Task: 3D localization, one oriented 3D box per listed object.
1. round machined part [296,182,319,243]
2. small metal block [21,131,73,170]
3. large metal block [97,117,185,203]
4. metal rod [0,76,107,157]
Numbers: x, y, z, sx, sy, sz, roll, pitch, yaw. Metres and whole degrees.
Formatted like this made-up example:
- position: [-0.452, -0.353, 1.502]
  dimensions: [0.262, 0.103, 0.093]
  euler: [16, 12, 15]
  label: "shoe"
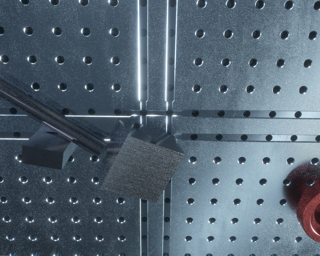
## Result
- position: [0.247, 0.116, 0.449]
  dimensions: [0.099, 0.042, 0.097]
  euler: [0, 110, 0]
  label: "round machined part"
- position: [-0.147, 0.028, 0.409]
  dimensions: [0.050, 0.050, 0.025]
  euler: [11, 110, -4]
  label: "small metal block"
- position: [-0.027, 0.043, 0.405]
  dimensions: [0.081, 0.050, 0.080]
  euler: [20, 110, -25]
  label: "large metal block"
- position: [-0.202, -0.051, 0.392]
  dimensions: [0.301, 0.025, 0.025]
  euler: [33, 107, -12]
  label: "metal rod"
